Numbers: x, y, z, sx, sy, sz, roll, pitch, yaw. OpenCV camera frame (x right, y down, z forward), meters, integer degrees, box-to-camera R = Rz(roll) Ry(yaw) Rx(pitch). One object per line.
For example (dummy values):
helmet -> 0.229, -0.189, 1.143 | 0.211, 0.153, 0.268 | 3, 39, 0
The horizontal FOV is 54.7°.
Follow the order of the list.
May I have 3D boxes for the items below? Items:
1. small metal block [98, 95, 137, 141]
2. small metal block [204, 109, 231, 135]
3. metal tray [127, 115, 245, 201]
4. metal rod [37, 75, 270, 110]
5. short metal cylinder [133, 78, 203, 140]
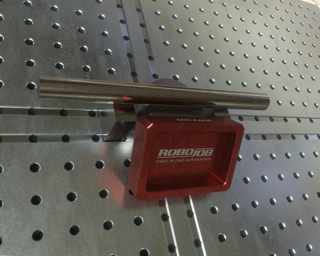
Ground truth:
small metal block -> -0.053, -0.018, 0.375 | 0.025, 0.050, 0.050 | -1, 62, -29
small metal block -> 0.071, -0.015, 0.440 | 0.025, 0.050, 0.050 | -1, 62, -29
metal tray -> 0.032, 0.033, 0.366 | 0.131, 0.089, 0.030 | 0, 18, -28
metal rod -> 0.014, -0.038, 0.375 | 0.303, 0.025, 0.025 | 0, 62, -28
short metal cylinder -> 0.009, -0.018, 0.407 | 0.081, 0.050, 0.080 | 14, 56, -21
